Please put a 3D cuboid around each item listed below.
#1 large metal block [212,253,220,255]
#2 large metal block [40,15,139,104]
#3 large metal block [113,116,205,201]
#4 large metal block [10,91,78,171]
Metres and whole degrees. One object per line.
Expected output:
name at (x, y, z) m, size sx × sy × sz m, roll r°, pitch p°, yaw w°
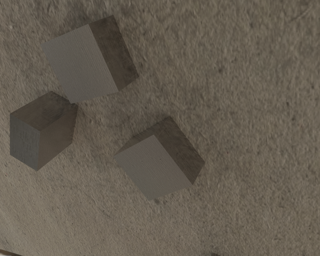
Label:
large metal block at (0.109, 0.258, 0.492) m, size 0.080 × 0.050 × 0.079 m, roll 17°, pitch 125°, yaw 18°
large metal block at (-0.085, -0.083, 0.383) m, size 0.080 × 0.050 × 0.080 m, roll -9°, pitch 114°, yaw 32°
large metal block at (-0.001, 0.042, 0.416) m, size 0.080 × 0.050 × 0.080 m, roll -29°, pitch 103°, yaw 37°
large metal block at (-0.172, 0.003, 0.462) m, size 0.050 × 0.080 × 0.079 m, roll 29°, pitch 128°, yaw 9°
